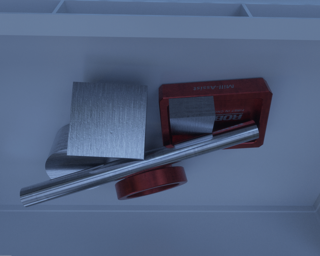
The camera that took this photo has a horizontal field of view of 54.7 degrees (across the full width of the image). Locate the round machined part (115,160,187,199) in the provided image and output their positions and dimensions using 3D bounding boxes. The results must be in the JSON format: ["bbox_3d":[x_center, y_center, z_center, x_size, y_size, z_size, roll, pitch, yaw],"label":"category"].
[{"bbox_3d":[-0.015,0.067,0.432,0.099,0.042,0.098,-14,164,-4],"label":"round machined part"}]

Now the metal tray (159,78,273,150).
[{"bbox_3d":[0.067,-0.014,0.392,0.131,0.030,0.089,-4,130,2],"label":"metal tray"}]

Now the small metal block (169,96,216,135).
[{"bbox_3d":[0.037,-0.014,0.368,0.050,0.025,0.050,-3,156,3],"label":"small metal block"}]

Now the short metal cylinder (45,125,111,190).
[{"bbox_3d":[-0.108,0.040,0.422,0.081,0.050,0.079,0,130,0],"label":"short metal cylinder"}]

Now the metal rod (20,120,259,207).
[{"bbox_3d":[-0.024,0.044,0.390,0.302,0.025,0.025,-16,129,-1],"label":"metal rod"}]

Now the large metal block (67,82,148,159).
[{"bbox_3d":[-0.056,-0.006,0.355,0.081,0.080,0.050,3,172,-2],"label":"large metal block"}]
